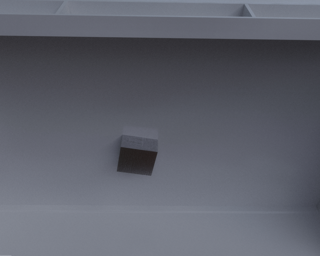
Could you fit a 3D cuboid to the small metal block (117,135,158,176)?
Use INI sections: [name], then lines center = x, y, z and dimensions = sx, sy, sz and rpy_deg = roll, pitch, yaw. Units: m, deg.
[small metal block]
center = -0.033, 0.040, 0.442
dimensions = 0.050, 0.025, 0.050
rpy_deg = 9, 130, -8
